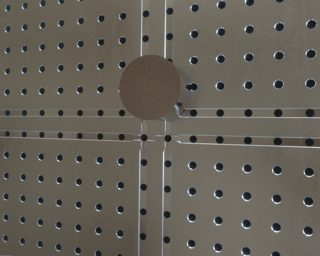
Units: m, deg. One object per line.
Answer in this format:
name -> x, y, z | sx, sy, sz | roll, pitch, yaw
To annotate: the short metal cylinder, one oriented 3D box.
short metal cylinder -> -0.005, -0.050, 0.400 | 0.080, 0.050, 0.079 | 0, 90, 19
